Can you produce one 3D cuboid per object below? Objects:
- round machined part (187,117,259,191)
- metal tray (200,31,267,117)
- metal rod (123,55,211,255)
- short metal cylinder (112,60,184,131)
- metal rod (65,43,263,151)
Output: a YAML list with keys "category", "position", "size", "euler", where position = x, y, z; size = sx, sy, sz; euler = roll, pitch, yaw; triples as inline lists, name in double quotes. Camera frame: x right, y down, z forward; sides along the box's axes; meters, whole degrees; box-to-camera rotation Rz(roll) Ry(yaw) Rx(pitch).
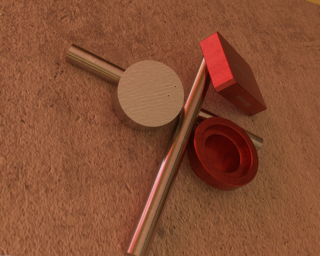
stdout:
- category: "round machined part"
  position: [0.078, 0.037, 0.413]
  size: [0.099, 0.042, 0.098]
  euler: [14, 56, -21]
- category: "metal tray"
  position: [0.115, -0.078, 0.475]
  size: [0.131, 0.030, 0.090]
  euler: [22, 48, -50]
- category: "metal rod"
  position: [0.025, 0.012, 0.389]
  size: [0.025, 0.025, 0.300]
  euler: [29, 58, -10]
- category: "short metal cylinder"
  position: [-0.016, -0.038, 0.386]
  size: [0.081, 0.050, 0.080]
  euler: [2, 82, -16]
- category: "metal rod"
  position: [0.015, -0.037, 0.437]
  size: [0.301, 0.025, 0.025]
  euler: [25, 53, -13]
